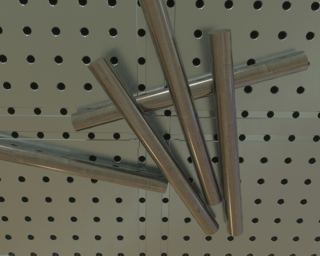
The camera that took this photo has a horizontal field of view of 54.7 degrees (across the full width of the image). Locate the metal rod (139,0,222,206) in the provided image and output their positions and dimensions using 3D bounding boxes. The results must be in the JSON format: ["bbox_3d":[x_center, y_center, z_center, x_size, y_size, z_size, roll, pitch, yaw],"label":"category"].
[{"bbox_3d":[0.033,-0.018,0.382,0.025,0.025,0.298,-17,119,6],"label":"metal rod"}]

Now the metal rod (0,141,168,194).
[{"bbox_3d":[-0.137,0.049,0.429,0.302,0.025,0.025,13,110,-5],"label":"metal rod"}]

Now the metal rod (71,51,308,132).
[{"bbox_3d":[0.033,-0.045,0.397,0.301,0.025,0.025,-15,110,5],"label":"metal rod"}]

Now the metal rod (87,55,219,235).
[{"bbox_3d":[0.004,0.039,0.409,0.025,0.025,0.299,-29,115,10],"label":"metal rod"}]

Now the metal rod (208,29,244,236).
[{"bbox_3d":[0.090,0.025,0.406,0.025,0.025,0.298,-9,117,3],"label":"metal rod"}]
